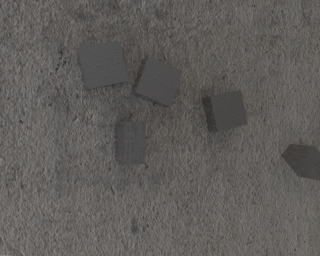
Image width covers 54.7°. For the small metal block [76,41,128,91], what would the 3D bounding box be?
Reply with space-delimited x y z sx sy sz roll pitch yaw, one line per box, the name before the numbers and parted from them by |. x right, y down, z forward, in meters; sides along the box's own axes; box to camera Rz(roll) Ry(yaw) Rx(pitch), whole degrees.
small metal block | -0.072 -0.076 0.382 0.050 0.025 0.050 -15 95 -20

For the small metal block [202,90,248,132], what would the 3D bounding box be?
small metal block | 0.093 -0.024 0.443 0.050 0.025 0.050 -14 95 -20

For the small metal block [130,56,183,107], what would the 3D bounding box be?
small metal block | -0.004 -0.059 0.407 0.050 0.025 0.050 21 83 -19

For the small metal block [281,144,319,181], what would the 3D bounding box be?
small metal block | 0.226 0.053 0.479 0.025 0.050 0.050 -46 105 -14

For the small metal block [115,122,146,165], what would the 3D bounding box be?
small metal block | -0.037 0.017 0.382 0.025 0.050 0.050 0 90 -20
